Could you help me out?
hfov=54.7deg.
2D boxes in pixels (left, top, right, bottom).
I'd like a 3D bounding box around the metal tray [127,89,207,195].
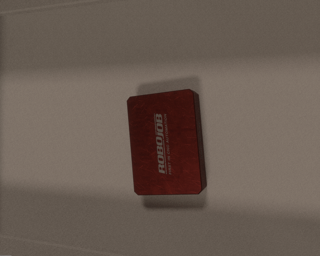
[{"bbox_3d":[0.009,0.020,0.404,0.090,0.030,0.129,-5,88,19],"label":"metal tray"}]
